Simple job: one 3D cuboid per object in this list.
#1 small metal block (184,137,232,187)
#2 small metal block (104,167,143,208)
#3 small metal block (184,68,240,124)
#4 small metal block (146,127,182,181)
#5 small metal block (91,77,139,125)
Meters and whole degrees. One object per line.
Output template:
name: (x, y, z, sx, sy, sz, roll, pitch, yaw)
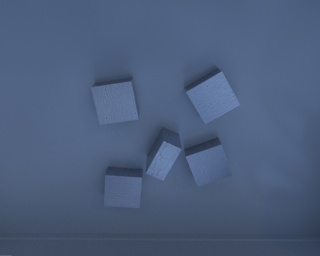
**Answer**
small metal block: (0.067, 0.047, 0.430, 0.050, 0.025, 0.050, -20, 109, 6)
small metal block: (-0.052, 0.085, 0.442, 0.050, 0.025, 0.050, 5, 110, -2)
small metal block: (0.066, -0.041, 0.397, 0.050, 0.025, 0.050, -30, 108, 10)
small metal block: (0.004, 0.033, 0.410, 0.025, 0.050, 0.050, 25, 108, -9)
small metal block: (-0.056, -0.035, 0.398, 0.050, 0.025, 0.050, -8, 110, 2)
